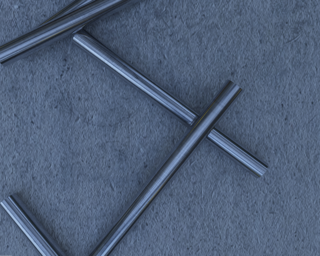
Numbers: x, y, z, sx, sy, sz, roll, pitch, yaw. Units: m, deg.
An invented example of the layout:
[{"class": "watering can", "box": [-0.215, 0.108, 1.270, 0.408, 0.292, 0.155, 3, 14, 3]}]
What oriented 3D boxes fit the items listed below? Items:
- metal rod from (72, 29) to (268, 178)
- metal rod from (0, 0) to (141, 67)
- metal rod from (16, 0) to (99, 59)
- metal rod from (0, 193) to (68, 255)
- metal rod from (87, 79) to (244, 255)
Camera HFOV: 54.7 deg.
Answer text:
[{"class": "metal rod", "box": [0.014, -0.032, 0.409, 0.301, 0.025, 0.025, 36, 90, 0]}, {"class": "metal rod", "box": [-0.065, -0.158, 0.394, 0.301, 0.025, 0.025, -29, 90, -6]}, {"class": "metal rod", "box": [-0.064, -0.187, 0.409, 0.301, 0.025, 0.025, -35, 90, 0]}, {"class": "metal rod", "box": [-0.107, 0.210, 0.409, 0.025, 0.025, 0.300, -39, 90, 0]}, {"class": "metal rod", "box": [0.000, 0.066, 0.393, 0.025, 0.025, 0.299, 38, 96, 0]}]
